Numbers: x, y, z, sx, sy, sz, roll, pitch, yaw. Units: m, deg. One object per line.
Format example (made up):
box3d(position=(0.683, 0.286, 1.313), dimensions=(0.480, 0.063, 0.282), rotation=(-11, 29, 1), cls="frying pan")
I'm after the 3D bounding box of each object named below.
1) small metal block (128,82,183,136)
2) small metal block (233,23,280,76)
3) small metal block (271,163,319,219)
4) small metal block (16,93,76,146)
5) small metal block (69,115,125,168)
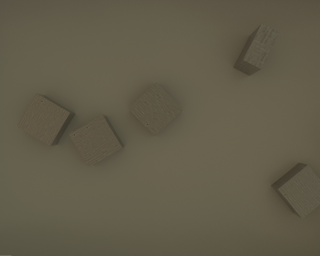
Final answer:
box3d(position=(-0.006, -0.024, 0.411), dimensions=(0.050, 0.025, 0.050), rotation=(-43, 90, 0), cls="small metal block")
box3d(position=(0.123, -0.099, 0.400), dimensions=(0.025, 0.050, 0.050), rotation=(27, 90, 0), cls="small metal block")
box3d(position=(0.188, 0.083, 0.413), dimensions=(0.050, 0.025, 0.050), rotation=(-39, 90, 0), cls="small metal block")
box3d(position=(-0.150, -0.011, 0.410), dimensions=(0.050, 0.025, 0.050), rotation=(31, 90, 0), cls="small metal block")
box3d(position=(-0.083, 0.017, 0.411), dimensions=(0.050, 0.025, 0.050), rotation=(-31, 90, 0), cls="small metal block")
